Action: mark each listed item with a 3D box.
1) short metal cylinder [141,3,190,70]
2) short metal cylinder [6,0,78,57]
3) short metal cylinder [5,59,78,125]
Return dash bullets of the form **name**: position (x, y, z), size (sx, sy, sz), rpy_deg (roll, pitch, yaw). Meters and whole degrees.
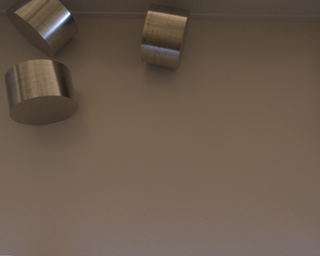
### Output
- **short metal cylinder**: position (0.008, -0.125, 0.426), size (0.050, 0.080, 0.080), rpy_deg (13, 71, 4)
- **short metal cylinder**: position (-0.163, -0.147, 0.432), size (0.080, 0.080, 0.050), rpy_deg (35, 74, 11)
- **short metal cylinder**: position (-0.150, -0.043, 0.394), size (0.081, 0.080, 0.050), rpy_deg (-15, 71, -6)
